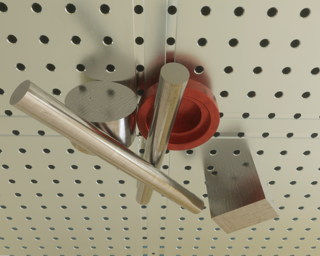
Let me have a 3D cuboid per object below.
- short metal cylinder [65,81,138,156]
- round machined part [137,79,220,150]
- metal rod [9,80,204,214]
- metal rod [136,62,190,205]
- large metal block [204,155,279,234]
[{"bbox_3d":[-0.068,-0.013,0.364,0.081,0.080,0.050,4,130,-4],"label":"short metal cylinder"},{"bbox_3d":[0.022,-0.021,0.383,0.099,0.042,0.097,0,131,0],"label":"round machined part"},{"bbox_3d":[-0.030,0.043,0.355,0.025,0.025,0.301,-28,136,22],"label":"metal rod"},{"bbox_3d":[-0.007,0.034,0.387,0.025,0.025,0.298,6,146,-6],"label":"metal rod"},{"bbox_3d":[0.118,0.099,0.462,0.080,0.080,0.050,-27,125,21],"label":"large metal block"}]
